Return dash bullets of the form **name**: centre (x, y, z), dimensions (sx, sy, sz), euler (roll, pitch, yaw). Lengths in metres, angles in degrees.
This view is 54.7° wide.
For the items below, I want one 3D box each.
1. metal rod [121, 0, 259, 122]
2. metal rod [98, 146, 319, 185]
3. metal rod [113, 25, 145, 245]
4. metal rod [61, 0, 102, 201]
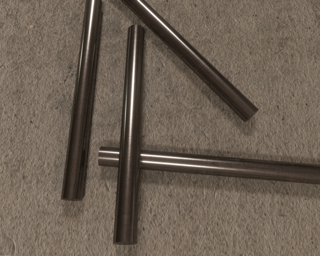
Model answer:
- **metal rod**: centre (0.026, -0.123, 0.453), dimensions (0.025, 0.025, 0.300), euler (-39, 75, -13)
- **metal rod**: centre (0.075, 0.048, 0.391), dimensions (0.302, 0.025, 0.025), euler (5, 70, 1)
- **metal rod**: centre (-0.036, -0.012, 0.391), dimensions (0.025, 0.025, 0.299), euler (0, 62, 0)
- **metal rod**: centre (-0.104, -0.054, 0.426), dimensions (0.025, 0.025, 0.299), euler (1, 70, 0)
